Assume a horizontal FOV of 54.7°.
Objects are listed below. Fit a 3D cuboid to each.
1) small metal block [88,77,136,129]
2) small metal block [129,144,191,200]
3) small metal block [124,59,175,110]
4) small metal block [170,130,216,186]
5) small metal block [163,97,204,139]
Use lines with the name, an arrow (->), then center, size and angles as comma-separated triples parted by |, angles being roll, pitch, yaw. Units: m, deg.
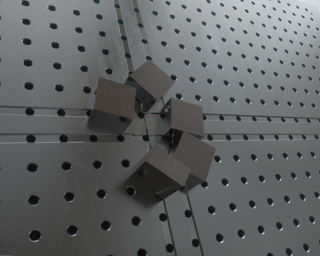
small metal block -> -0.060, -0.032, 0.396 | 0.050, 0.025, 0.050 | 15, 56, -20
small metal block -> 0.000, 0.053, 0.361 | 0.050, 0.050, 0.025 | 35, 51, -5
small metal block -> -0.015, -0.063, 0.440 | 0.050, 0.025, 0.050 | 42, 51, 0
small metal block -> 0.039, 0.039, 0.403 | 0.050, 0.025, 0.050 | 30, 58, -10
small metal block -> 0.033, -0.010, 0.433 | 0.050, 0.025, 0.050 | 15, 55, -21
